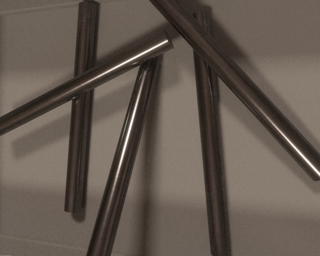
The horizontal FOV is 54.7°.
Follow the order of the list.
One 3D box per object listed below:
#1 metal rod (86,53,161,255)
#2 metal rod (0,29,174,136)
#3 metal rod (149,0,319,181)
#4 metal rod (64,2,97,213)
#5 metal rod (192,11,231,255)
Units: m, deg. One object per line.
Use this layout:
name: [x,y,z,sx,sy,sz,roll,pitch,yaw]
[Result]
metal rod: [-0.043,0.042,0.362,0.025,0.025,0.299,6,68,19]
metal rod: [-0.121,-0.053,0.423,0.300,0.025,0.025,-23,83,18]
metal rod: [0.084,-0.061,0.360,0.025,0.025,0.300,-42,85,15]
metal rod: [-0.116,-0.028,0.449,0.025,0.025,0.298,5,92,19]
metal rod: [0.063,0.006,0.387,0.025,0.025,0.298,-5,88,19]
